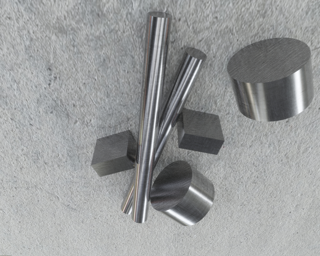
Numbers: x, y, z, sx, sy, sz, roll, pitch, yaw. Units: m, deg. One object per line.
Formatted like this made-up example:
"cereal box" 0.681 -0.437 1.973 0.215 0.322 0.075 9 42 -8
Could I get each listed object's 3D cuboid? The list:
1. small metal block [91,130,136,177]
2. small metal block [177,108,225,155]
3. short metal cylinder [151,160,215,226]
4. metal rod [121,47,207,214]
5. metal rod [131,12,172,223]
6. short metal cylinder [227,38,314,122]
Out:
"small metal block" -0.061 0.034 0.419 0.050 0.050 0.025 -16 128 13
"small metal block" 0.050 0.004 0.394 0.050 0.050 0.025 11 129 -9
"short metal cylinder" 0.032 0.095 0.452 0.080 0.080 0.050 -36 122 26
"metal rod" -0.007 0.027 0.429 0.025 0.025 0.298 14 129 -12
"metal rod" -0.016 0.011 0.391 0.025 0.025 0.298 4 123 -4
"short metal cylinder" 0.117 -0.052 0.328 0.080 0.080 0.050 -16 128 13
